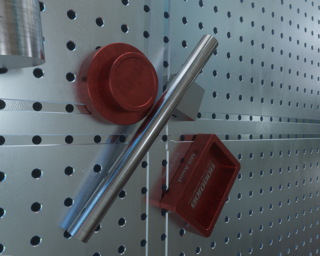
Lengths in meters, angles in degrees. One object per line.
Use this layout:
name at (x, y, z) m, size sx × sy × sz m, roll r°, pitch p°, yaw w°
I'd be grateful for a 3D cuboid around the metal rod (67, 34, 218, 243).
metal rod at (-0.010, -0.001, 0.381) m, size 0.025 × 0.025 × 0.300 m, roll 45°, pitch 69°, yaw -31°

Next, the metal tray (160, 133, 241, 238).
metal tray at (0.065, 0.083, 0.463) m, size 0.090 × 0.030 × 0.130 m, roll 46°, pitch 62°, yaw -30°

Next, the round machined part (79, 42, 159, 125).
round machined part at (-0.040, -0.052, 0.366) m, size 0.099 × 0.042 × 0.097 m, roll 0°, pitch 90°, yaw -40°

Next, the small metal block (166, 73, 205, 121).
small metal block at (0.032, -0.043, 0.439) m, size 0.050 × 0.025 × 0.050 m, roll 30°, pitch 71°, yaw -36°

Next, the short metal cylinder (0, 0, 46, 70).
short metal cylinder at (-0.140, -0.079, 0.256) m, size 0.081 × 0.080 × 0.050 m, roll -8°, pitch 96°, yaw -40°
